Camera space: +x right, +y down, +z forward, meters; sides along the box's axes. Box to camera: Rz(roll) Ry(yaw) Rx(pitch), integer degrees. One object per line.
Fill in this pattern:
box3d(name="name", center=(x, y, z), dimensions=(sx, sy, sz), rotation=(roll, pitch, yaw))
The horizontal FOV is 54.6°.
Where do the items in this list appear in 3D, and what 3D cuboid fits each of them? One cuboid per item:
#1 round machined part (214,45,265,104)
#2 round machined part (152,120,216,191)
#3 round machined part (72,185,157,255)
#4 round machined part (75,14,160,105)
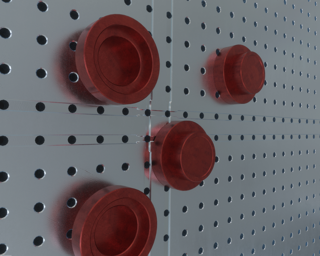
box3d(name="round machined part", center=(0.137, -0.088, 0.511), dimensions=(0.099, 0.042, 0.097), rotation=(0, 90, -40))
box3d(name="round machined part", center=(0.039, 0.038, 0.430), dimensions=(0.099, 0.042, 0.097), rotation=(0, 90, -40))
box3d(name="round machined part", center=(-0.054, 0.114, 0.352), dimensions=(0.099, 0.042, 0.097), rotation=(0, 90, -40))
box3d(name="round machined part", center=(-0.051, -0.075, 0.354), dimensions=(0.099, 0.042, 0.097), rotation=(0, 90, -40))
